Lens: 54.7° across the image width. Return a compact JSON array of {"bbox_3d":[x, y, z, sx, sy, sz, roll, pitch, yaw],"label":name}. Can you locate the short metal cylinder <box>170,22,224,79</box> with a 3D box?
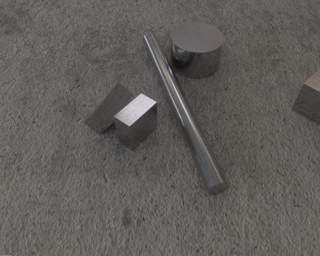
[{"bbox_3d":[0.057,-0.123,0.491,0.081,0.050,0.080,0,50,0],"label":"short metal cylinder"}]

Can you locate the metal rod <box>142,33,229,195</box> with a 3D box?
[{"bbox_3d":[0.024,-0.042,0.438,0.025,0.025,0.300,-12,51,-10],"label":"metal rod"}]

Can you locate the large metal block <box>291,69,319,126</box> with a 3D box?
[{"bbox_3d":[0.245,-0.042,0.424,0.080,0.050,0.080,-36,59,-27],"label":"large metal block"}]

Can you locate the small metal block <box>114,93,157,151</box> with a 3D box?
[{"bbox_3d":[-0.029,-0.007,0.393,0.025,0.050,0.050,31,57,23],"label":"small metal block"}]

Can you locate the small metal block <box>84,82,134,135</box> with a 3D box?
[{"bbox_3d":[-0.067,-0.025,0.404,0.025,0.050,0.050,39,52,-14],"label":"small metal block"}]
